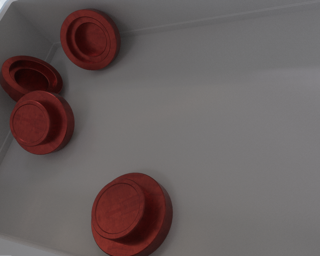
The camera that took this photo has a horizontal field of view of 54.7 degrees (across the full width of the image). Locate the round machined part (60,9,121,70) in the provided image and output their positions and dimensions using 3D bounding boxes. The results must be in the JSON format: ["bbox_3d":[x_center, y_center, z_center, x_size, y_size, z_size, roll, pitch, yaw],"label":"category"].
[{"bbox_3d":[-0.113,-0.150,0.523,0.098,0.098,0.042,-15,21,19],"label":"round machined part"}]

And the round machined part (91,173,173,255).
[{"bbox_3d":[-0.039,0.097,0.356,0.098,0.042,0.098,-13,56,21],"label":"round machined part"}]

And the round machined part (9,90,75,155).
[{"bbox_3d":[-0.184,-0.008,0.467,0.098,0.042,0.097,1,93,14],"label":"round machined part"}]

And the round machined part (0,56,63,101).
[{"bbox_3d":[-0.223,-0.075,0.533,0.042,0.099,0.098,-49,42,37],"label":"round machined part"}]
